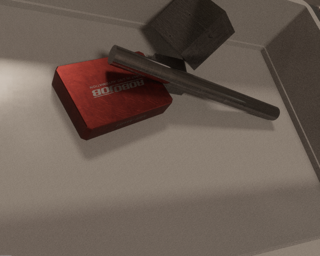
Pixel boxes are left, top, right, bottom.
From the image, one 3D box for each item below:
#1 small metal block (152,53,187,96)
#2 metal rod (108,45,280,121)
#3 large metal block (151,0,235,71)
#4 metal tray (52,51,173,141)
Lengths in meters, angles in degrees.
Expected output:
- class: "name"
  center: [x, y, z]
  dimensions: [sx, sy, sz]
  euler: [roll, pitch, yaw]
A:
- class: "small metal block"
  center: [0.013, -0.080, 0.463]
  dimensions: [0.050, 0.025, 0.050]
  euler: [7, 59, -25]
- class: "metal rod"
  center: [0.068, -0.057, 0.452]
  dimensions: [0.302, 0.025, 0.025]
  euler: [14, 56, -30]
- class: "large metal block"
  center: [0.047, -0.146, 0.454]
  dimensions: [0.080, 0.080, 0.050]
  euler: [52, 10, 31]
- class: "metal tray"
  center: [-0.058, -0.047, 0.401]
  dimensions: [0.131, 0.030, 0.090]
  euler: [-21, 73, -36]
